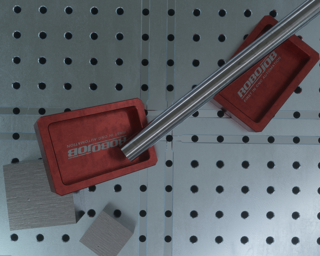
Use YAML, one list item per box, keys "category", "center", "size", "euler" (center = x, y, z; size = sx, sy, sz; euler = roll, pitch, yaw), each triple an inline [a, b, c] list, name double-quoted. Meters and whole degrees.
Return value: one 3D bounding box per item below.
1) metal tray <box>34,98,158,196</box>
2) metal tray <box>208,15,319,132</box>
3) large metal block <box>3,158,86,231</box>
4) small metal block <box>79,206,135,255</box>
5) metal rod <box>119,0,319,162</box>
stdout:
- category: "metal tray"
  center: [-0.075, 0.019, 0.379]
  size: [0.131, 0.030, 0.090]
  euler: [-15, 90, -30]
- category: "metal tray"
  center: [0.132, -0.070, 0.411]
  size: [0.090, 0.030, 0.130]
  euler: [39, 90, 0]
- category: "large metal block"
  center: [-0.146, 0.080, 0.400]
  size: [0.080, 0.050, 0.080]
  euler: [-6, 90, 0]
- category: "small metal block"
  center: [-0.069, 0.141, 0.413]
  size: [0.050, 0.025, 0.050]
  euler: [37, 90, 0]
- category: "metal rod"
  center: [0.076, -0.061, 0.382]
  size: [0.300, 0.025, 0.025]
  euler: [-38, 90, -1]
